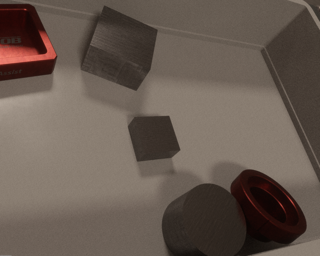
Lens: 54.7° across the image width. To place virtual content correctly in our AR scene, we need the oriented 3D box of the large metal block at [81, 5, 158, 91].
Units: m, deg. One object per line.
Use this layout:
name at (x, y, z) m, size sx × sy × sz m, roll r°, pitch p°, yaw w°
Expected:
large metal block at (-0.055, -0.109, 0.428) m, size 0.081 × 0.050 × 0.080 m, roll 20°, pitch 54°, yaw -17°

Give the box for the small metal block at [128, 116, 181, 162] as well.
small metal block at (-0.008, 0.013, 0.395) m, size 0.050 × 0.025 × 0.050 m, roll -3°, pitch 63°, yaw -30°

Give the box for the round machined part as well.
round machined part at (0.129, 0.102, 0.389) m, size 0.098 × 0.042 × 0.098 m, roll 26°, pitch 29°, yaw -15°

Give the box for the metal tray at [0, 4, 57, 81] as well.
metal tray at (-0.198, -0.098, 0.355) m, size 0.131 × 0.030 × 0.090 m, roll -17°, pitch 71°, yaw -35°

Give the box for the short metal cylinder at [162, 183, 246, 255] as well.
short metal cylinder at (0.049, 0.109, 0.351) m, size 0.081 × 0.050 × 0.080 m, roll 14°, pitch 56°, yaw -21°
